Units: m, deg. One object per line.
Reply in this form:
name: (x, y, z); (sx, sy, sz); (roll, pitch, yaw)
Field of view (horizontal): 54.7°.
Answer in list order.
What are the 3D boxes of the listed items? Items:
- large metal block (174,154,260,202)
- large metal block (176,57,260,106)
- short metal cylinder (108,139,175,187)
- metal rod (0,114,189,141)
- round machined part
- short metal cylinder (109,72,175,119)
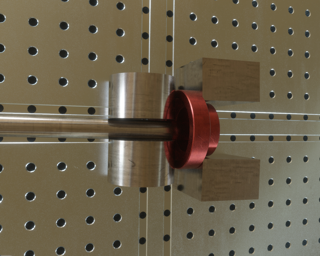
large metal block: (0.073, 0.062, 0.411); (0.081, 0.080, 0.050); (3, 89, -20)
large metal block: (0.073, -0.058, 0.411); (0.081, 0.080, 0.050); (0, 90, -20)
short metal cylinder: (-0.022, 0.039, 0.374); (0.081, 0.080, 0.050); (1, 90, -20)
metal rod: (-0.105, 0.000, 0.361); (0.302, 0.025, 0.025); (2, 90, -16)
round machined part: (0.040, 0.002, 0.388); (0.042, 0.098, 0.097); (1, 90, -20)
short metal cylinder: (-0.022, -0.036, 0.375); (0.081, 0.080, 0.050); (1, 91, -20)
